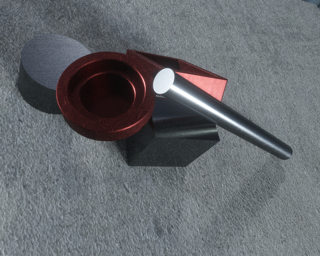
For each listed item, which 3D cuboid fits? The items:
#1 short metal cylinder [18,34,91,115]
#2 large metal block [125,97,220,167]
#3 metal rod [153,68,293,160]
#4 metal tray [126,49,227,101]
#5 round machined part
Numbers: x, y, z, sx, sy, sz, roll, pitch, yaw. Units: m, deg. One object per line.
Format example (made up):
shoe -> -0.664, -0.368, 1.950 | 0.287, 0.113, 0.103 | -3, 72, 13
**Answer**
short metal cylinder -> -0.121, -0.062, 0.363 | 0.081, 0.050, 0.080 | 14, 56, -21
large metal block -> 0.011, 0.009, 0.372 | 0.081, 0.080, 0.050 | 4, 60, -26
metal rod -> 0.101, -0.002, 0.387 | 0.301, 0.025, 0.025 | 23, 49, -45
metal tray -> 0.014, -0.070, 0.406 | 0.091, 0.030, 0.130 | 4, 20, -26
round machined part -> -0.055, -0.030, 0.327 | 0.099, 0.042, 0.098 | 3, 62, -5
